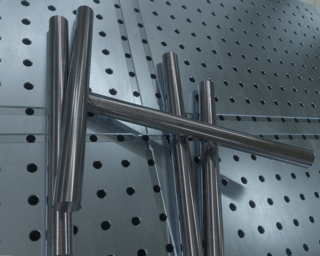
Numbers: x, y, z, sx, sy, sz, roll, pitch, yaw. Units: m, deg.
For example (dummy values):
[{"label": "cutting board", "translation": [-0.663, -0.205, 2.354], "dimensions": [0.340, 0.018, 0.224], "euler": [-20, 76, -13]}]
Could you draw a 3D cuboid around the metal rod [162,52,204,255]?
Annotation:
[{"label": "metal rod", "translation": [0.026, 0.019, 0.411], "dimensions": [0.025, 0.025, 0.299], "euler": [10, 58, -24]}]

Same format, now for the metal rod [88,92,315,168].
[{"label": "metal rod", "translation": [0.053, 0.004, 0.396], "dimensions": [0.302, 0.025, 0.025], "euler": [15, 55, -6]}]

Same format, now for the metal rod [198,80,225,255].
[{"label": "metal rod", "translation": [0.066, 0.059, 0.409], "dimensions": [0.025, 0.025, 0.300], "euler": [16, 55, -20]}]

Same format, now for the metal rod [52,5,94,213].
[{"label": "metal rod", "translation": [-0.096, -0.049, 0.363], "dimensions": [0.025, 0.025, 0.300], "euler": [12, 50, -23]}]

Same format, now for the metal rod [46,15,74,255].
[{"label": "metal rod", "translation": [-0.115, -0.013, 0.354], "dimensions": [0.025, 0.025, 0.299], "euler": [5, 60, -26]}]
